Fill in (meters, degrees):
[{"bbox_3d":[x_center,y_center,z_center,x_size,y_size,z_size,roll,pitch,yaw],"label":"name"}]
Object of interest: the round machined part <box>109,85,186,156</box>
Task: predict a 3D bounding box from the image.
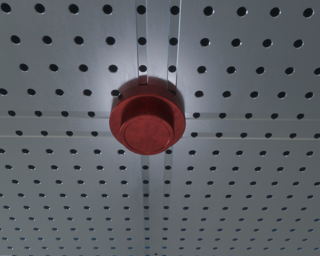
[{"bbox_3d":[-0.016,-0.003,0.398,0.099,0.042,0.097,0,130,0],"label":"round machined part"}]
